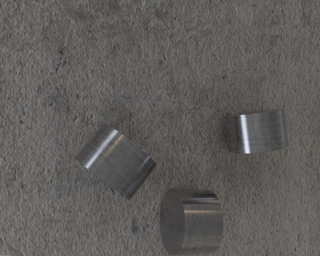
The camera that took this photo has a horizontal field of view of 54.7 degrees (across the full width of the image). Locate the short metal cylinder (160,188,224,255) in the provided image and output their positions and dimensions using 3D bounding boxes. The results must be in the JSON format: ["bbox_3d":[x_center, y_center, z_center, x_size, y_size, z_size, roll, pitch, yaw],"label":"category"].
[{"bbox_3d":[0.038,0.118,0.394,0.050,0.080,0.080,6,88,-20],"label":"short metal cylinder"}]

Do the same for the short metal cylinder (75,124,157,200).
[{"bbox_3d":[-0.051,0.040,0.361,0.080,0.080,0.050,41,77,-16],"label":"short metal cylinder"}]

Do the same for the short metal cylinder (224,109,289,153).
[{"bbox_3d":[0.132,0.003,0.428,0.081,0.080,0.050,-9,93,-20],"label":"short metal cylinder"}]
